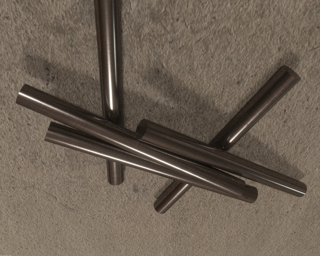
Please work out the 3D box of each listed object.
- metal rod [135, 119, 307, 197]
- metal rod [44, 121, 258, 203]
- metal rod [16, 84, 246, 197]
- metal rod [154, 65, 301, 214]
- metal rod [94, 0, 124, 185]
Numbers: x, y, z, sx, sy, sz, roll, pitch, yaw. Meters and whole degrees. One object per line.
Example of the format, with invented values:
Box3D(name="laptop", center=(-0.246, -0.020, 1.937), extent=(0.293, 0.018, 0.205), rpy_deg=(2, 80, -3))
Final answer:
Box3D(name="metal rod", center=(0.101, 0.050, 0.421), extent=(0.302, 0.025, 0.025), rpy_deg=(22, 127, -29))
Box3D(name="metal rod", center=(0.001, 0.052, 0.416), extent=(0.302, 0.025, 0.025), rpy_deg=(19, 127, -17))
Box3D(name="metal rod", center=(-0.024, 0.022, 0.386), extent=(0.302, 0.025, 0.025), rpy_deg=(25, 126, -14))
Box3D(name="metal rod", center=(0.076, 0.035, 0.437), extent=(0.025, 0.025, 0.298), rpy_deg=(24, 126, -19))
Box3D(name="metal rod", center=(-0.058, -0.035, 0.376), extent=(0.025, 0.025, 0.298), rpy_deg=(2, 130, -3))
